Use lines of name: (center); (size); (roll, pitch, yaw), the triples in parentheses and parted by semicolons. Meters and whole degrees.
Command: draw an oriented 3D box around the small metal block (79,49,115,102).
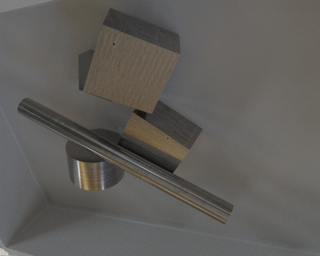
small metal block: (-0.078, -0.069, 0.405); (0.050, 0.025, 0.050); (21, 126, 15)

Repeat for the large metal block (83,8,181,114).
large metal block: (-0.031, -0.072, 0.343); (0.081, 0.050, 0.079); (18, 127, -12)

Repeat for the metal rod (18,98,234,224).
metal rod: (-0.051, 0.036, 0.391); (0.301, 0.025, 0.025); (26, 128, 11)

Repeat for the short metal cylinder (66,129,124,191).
short metal cylinder: (-0.092, 0.044, 0.447); (0.080, 0.080, 0.050); (16, 125, 18)

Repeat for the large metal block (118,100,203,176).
large metal block: (-0.004, 0.018, 0.405); (0.080, 0.050, 0.079); (34, 129, 5)
